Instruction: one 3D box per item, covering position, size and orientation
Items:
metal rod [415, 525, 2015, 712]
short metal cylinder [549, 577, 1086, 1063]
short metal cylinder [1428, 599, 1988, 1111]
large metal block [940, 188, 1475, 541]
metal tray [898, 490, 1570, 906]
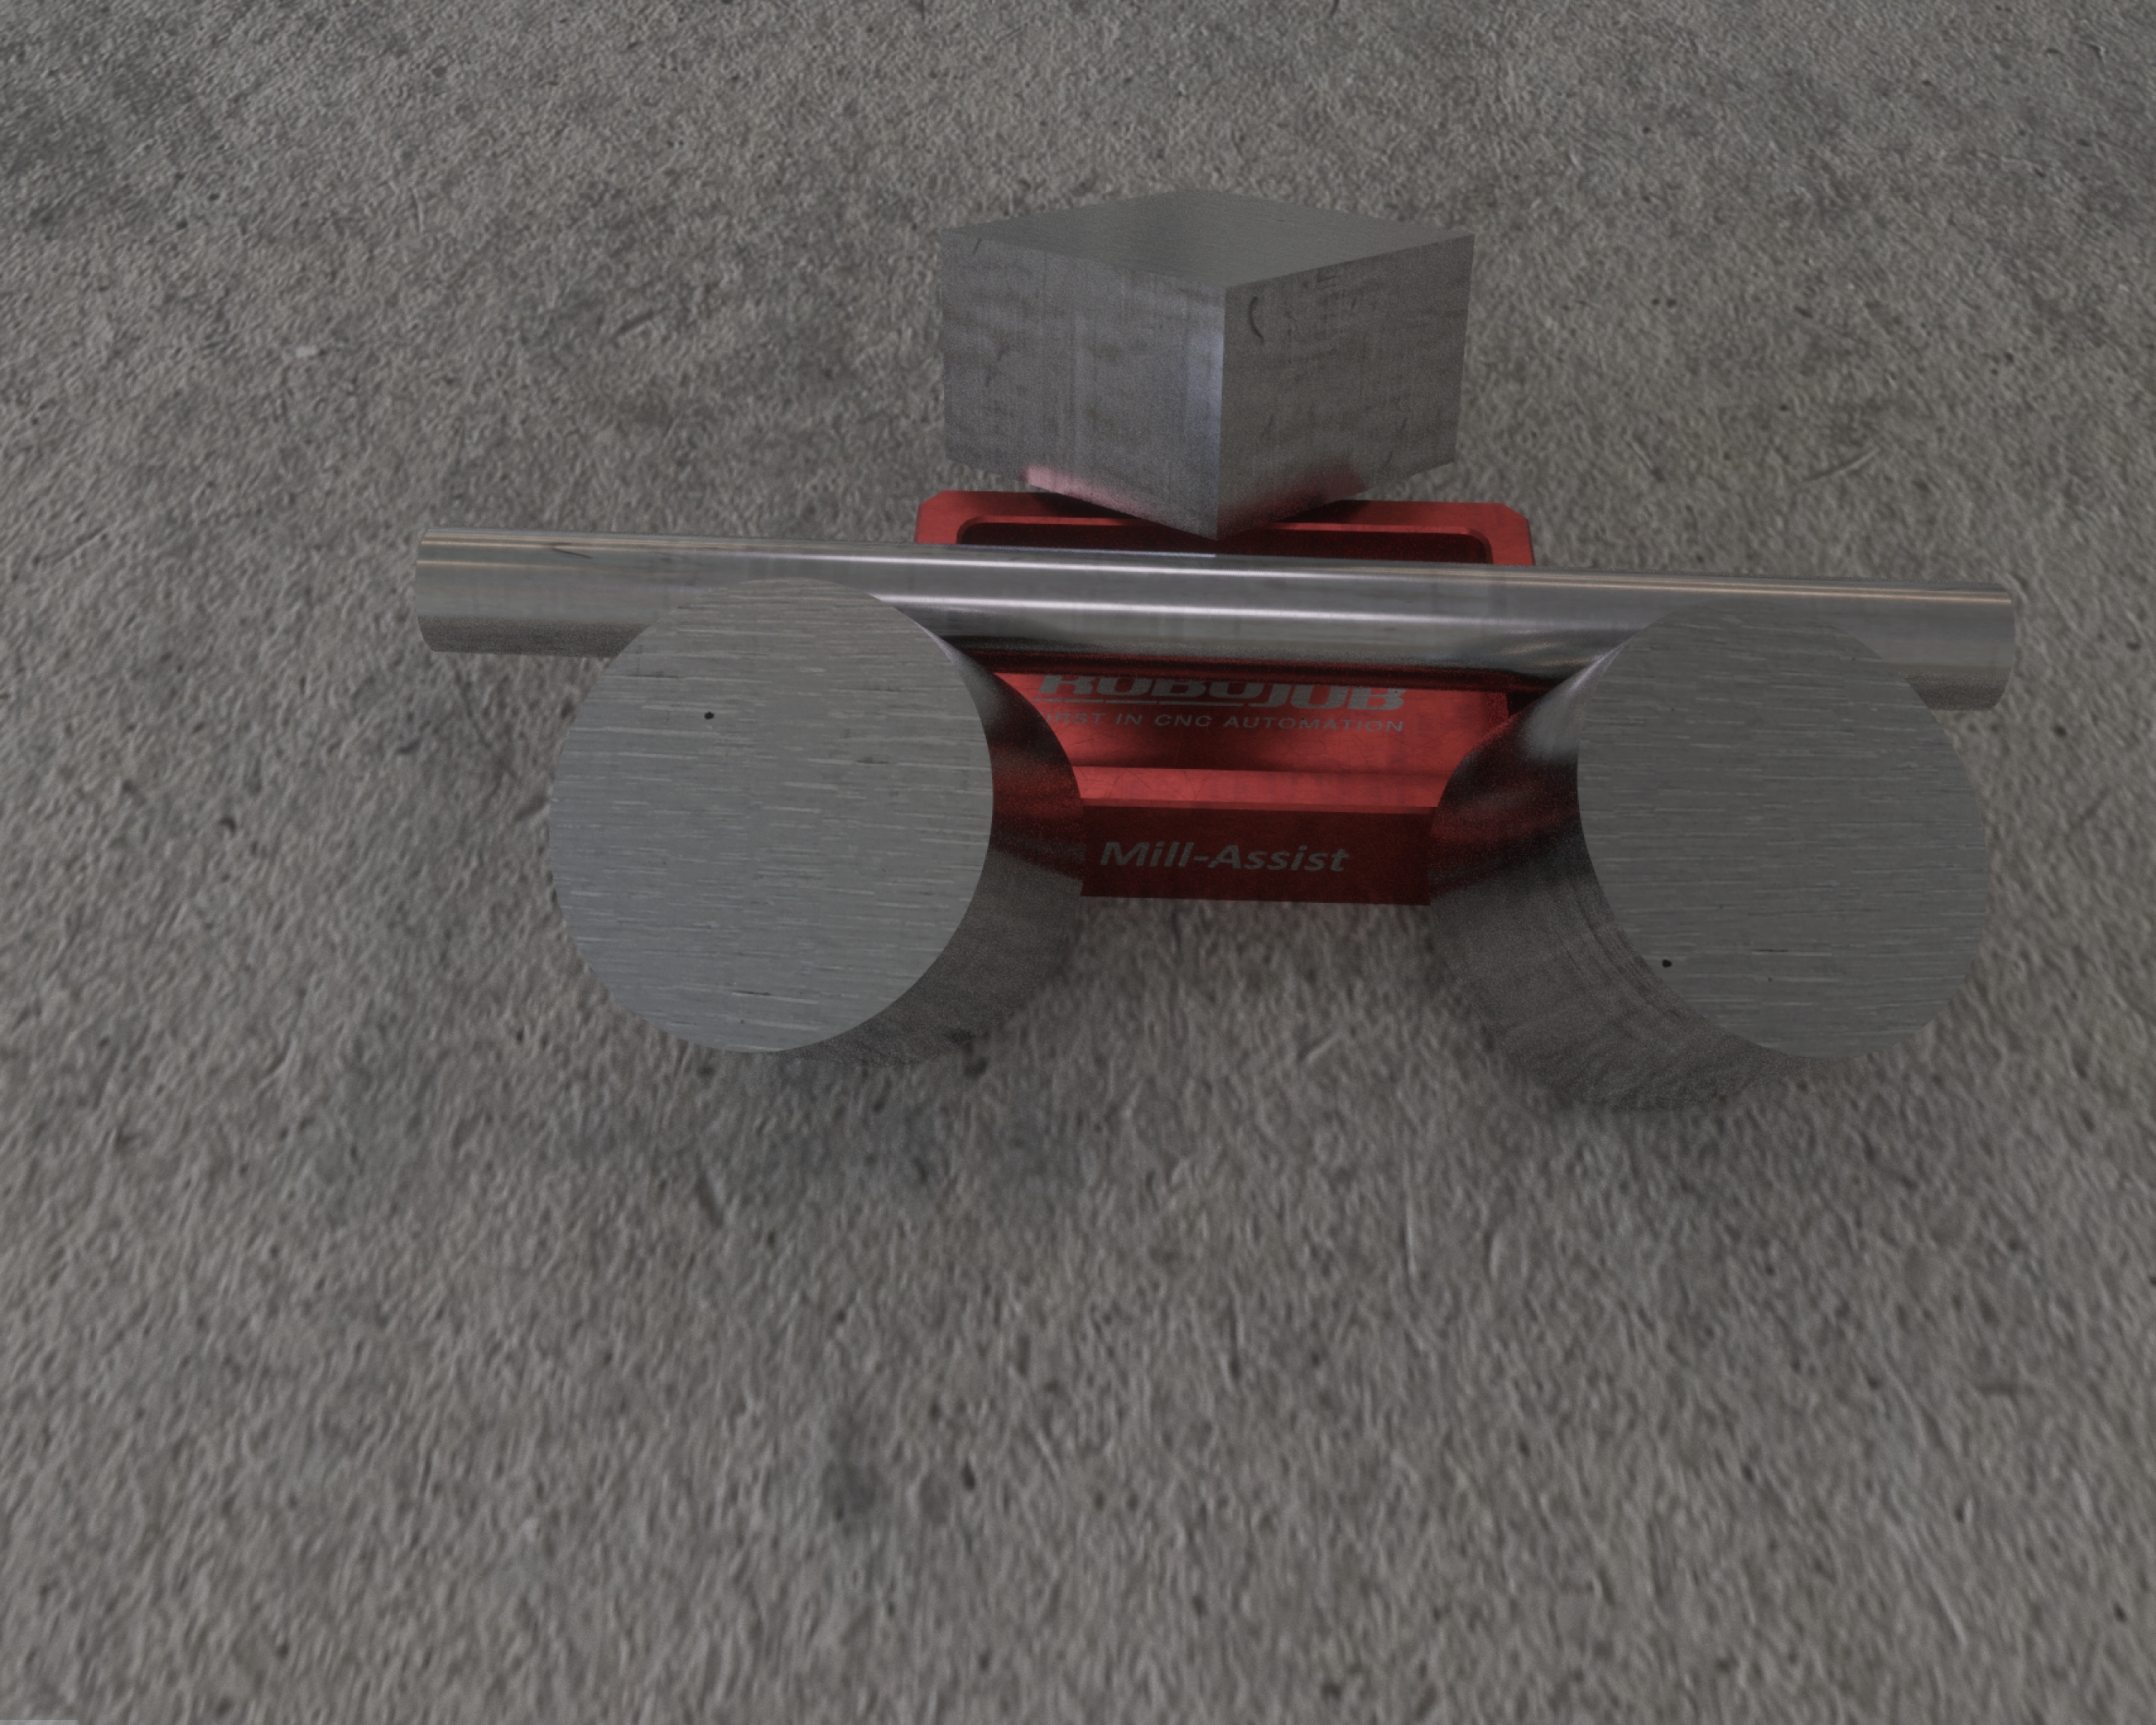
[{"bbox_3d":[0.025,-0.048,0.406,0.302,0.025,0.025,2,50,2],"label":"metal rod"},{"bbox_3d":[-0.044,-0.005,0.369,0.080,0.050,0.080,-3,81,17],"label":"short metal cylinder"},{"bbox_3d":[0.110,0.000,0.368,0.081,0.050,0.080,6,72,-18],"label":"short metal cylinder"},{"bbox_3d":[0.028,-0.112,0.455,0.080,0.050,0.081,24,36,39],"label":"large metal block"},{"bbox_3d":[0.030,-0.036,0.432,0.131,0.030,0.090,2,50,1],"label":"metal tray"}]
